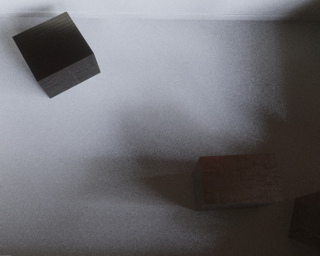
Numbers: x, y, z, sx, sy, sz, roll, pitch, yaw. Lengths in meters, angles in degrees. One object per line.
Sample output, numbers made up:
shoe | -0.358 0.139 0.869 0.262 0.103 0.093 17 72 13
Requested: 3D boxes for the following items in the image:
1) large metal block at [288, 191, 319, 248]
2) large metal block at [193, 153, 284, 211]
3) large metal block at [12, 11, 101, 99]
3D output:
large metal block | 0.201 0.110 0.341 0.080 0.080 0.050 18 71 6
large metal block | 0.084 0.065 0.357 0.081 0.080 0.050 -3 70 -1
large metal block | -0.142 -0.101 0.432 0.080 0.050 0.080 -30 73 -11
